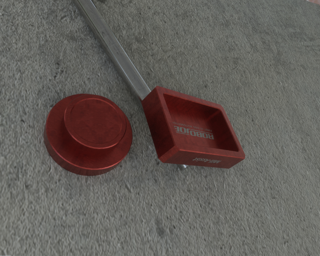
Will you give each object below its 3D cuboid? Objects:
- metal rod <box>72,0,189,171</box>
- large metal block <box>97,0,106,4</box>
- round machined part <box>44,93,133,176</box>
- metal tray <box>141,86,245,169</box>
[{"bbox_3d":[-0.042,-0.075,0.426,0.025,0.025,0.299,-23,74,-36],"label":"metal rod"},{"bbox_3d":[-0.107,-0.256,0.486,0.080,0.050,0.080,22,54,-15],"label":"large metal block"},{"bbox_3d":[-0.077,0.001,0.351,0.099,0.042,0.098,14,56,-21],"label":"round machined part"},{"bbox_3d":[0.045,0.002,0.396,0.131,0.030,0.090,11,50,-40],"label":"metal tray"}]
